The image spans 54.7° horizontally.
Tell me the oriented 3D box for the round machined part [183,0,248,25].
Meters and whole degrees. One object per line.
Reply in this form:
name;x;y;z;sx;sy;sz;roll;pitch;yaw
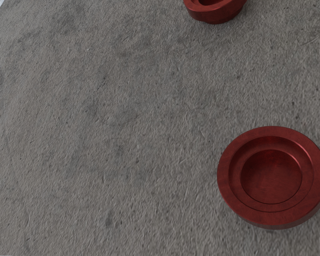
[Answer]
round machined part;0.088;-0.196;0.467;0.098;0.042;0.098;-13;56;21

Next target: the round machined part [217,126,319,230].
round machined part;0.110;0.050;0.305;0.098;0.042;0.098;-13;56;21
